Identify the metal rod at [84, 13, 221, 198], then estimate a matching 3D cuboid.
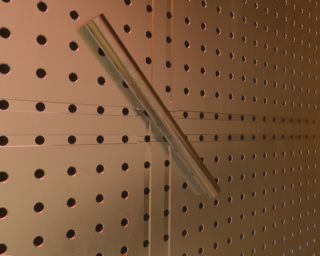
[{"bbox_3d":[0.004,-0.012,0.411,0.025,0.025,0.300,-50,120,-28],"label":"metal rod"}]
